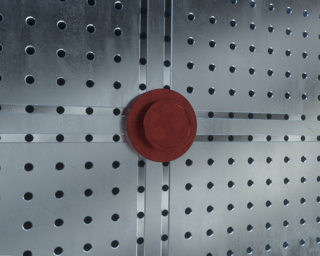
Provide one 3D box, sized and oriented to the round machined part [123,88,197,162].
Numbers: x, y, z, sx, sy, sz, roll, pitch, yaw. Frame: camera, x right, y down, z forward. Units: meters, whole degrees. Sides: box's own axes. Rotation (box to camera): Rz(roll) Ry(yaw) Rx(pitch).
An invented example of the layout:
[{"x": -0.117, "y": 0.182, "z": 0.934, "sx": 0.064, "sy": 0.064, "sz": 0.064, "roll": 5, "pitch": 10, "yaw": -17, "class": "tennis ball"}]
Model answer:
[{"x": 0.005, "y": -0.003, "z": 0.406, "sx": 0.099, "sy": 0.042, "sz": 0.097, "roll": 0, "pitch": 90, "yaw": -21, "class": "round machined part"}]
